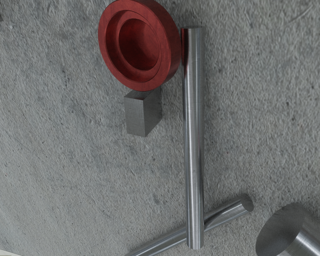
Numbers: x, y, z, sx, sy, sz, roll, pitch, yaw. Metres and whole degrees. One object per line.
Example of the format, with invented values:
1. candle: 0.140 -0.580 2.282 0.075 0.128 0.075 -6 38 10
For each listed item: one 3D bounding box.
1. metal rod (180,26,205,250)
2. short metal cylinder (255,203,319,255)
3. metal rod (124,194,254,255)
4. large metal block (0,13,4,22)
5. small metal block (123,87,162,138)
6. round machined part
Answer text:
1. metal rod: 0.042 0.030 0.384 0.025 0.025 0.298 8 117 24
2. short metal cylinder: 0.162 0.138 0.371 0.050 0.080 0.080 40 129 1
3. metal rod: 0.027 0.175 0.499 0.025 0.025 0.299 45 129 -4
4. large metal block: -0.271 -0.170 0.406 0.050 0.080 0.079 1 119 27
5. small metal block: -0.020 -0.024 0.385 0.025 0.050 0.050 12 123 22
6. round machined part: -0.018 -0.093 0.339 0.098 0.042 0.097 21 128 29
